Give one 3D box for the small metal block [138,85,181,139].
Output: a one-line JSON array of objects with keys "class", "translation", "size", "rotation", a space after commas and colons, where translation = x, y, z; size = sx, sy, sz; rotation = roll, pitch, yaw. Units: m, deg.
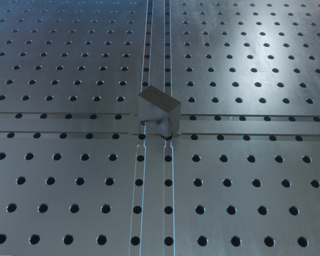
[{"class": "small metal block", "translation": [-0.001, -0.021, 0.409], "size": [0.050, 0.050, 0.025], "rotation": [33, 57, 24]}]
